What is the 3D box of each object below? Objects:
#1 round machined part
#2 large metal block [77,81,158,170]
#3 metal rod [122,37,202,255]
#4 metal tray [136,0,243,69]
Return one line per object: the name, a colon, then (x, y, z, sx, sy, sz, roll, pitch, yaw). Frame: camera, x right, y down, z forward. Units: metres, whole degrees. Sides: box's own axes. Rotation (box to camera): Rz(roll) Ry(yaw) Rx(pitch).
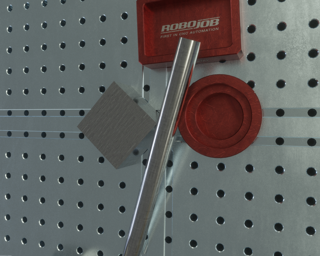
round machined part: (0.074, -0.014, 0.377, 0.098, 0.042, 0.097, 0, 90, 20)
large metal block: (-0.048, -0.004, 0.416, 0.080, 0.050, 0.080, 45, 104, 14)
metal rod: (-0.003, 0.041, 0.383, 0.025, 0.025, 0.298, 21, 108, 18)
metal tray: (0.037, -0.129, 0.396, 0.130, 0.030, 0.089, -2, 89, 19)
